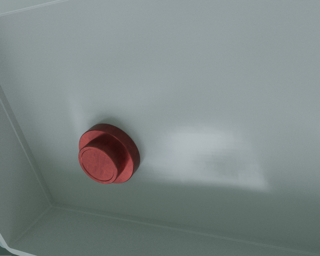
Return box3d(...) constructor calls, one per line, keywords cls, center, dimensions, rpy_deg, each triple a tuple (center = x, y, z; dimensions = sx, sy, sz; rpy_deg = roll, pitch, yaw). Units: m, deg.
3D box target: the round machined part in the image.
box3d(cls="round machined part", center=(-0.083, 0.046, 0.471), dimensions=(0.098, 0.042, 0.097), rpy_deg=(13, 124, 21))
